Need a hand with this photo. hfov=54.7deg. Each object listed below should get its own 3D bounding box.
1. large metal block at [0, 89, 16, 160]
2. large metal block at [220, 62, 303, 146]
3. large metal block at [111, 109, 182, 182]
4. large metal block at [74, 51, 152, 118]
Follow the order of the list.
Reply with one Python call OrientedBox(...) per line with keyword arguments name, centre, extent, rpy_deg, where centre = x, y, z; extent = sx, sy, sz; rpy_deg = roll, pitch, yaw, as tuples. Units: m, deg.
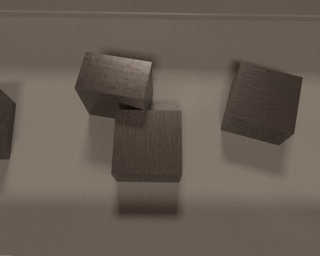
OrientedBox(name="large metal block", centre=(-0.239, -0.003, 0.394), extent=(0.081, 0.050, 0.080), rpy_deg=(-3, 70, -2))
OrientedBox(name="large metal block", centre=(0.133, -0.031, 0.409), extent=(0.080, 0.050, 0.080), rpy_deg=(15, 71, 5))
OrientedBox(name="large metal block", centre=(-0.014, 0.024, 0.388), extent=(0.081, 0.050, 0.080), rpy_deg=(1, 70, 0))
OrientedBox(name="large metal block", centre=(-0.054, -0.048, 0.398), extent=(0.080, 0.080, 0.050), rpy_deg=(10, 70, 3))
